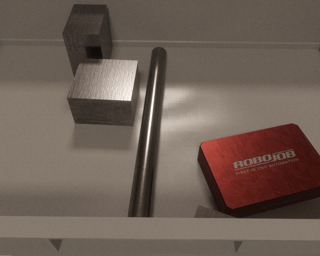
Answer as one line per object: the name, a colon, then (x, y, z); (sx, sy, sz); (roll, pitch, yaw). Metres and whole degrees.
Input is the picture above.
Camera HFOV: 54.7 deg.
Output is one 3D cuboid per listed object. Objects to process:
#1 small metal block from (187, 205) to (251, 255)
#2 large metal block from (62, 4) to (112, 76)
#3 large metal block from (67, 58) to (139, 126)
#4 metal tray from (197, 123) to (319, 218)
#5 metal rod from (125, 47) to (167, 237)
small metal block: (0.056, 0.105, 0.301); (0.050, 0.050, 0.025); (16, 52, 13)
large metal block: (-0.108, -0.134, 0.480); (0.050, 0.080, 0.080); (1, 50, 1)
large metal block: (-0.074, -0.050, 0.430); (0.080, 0.050, 0.080); (3, 50, 2)
metal tray: (0.120, 0.048, 0.363); (0.131, 0.030, 0.090); (-11, 51, -10)
metal rod: (-0.012, -0.008, 0.411); (0.025, 0.025, 0.300); (3, 50, 2)
